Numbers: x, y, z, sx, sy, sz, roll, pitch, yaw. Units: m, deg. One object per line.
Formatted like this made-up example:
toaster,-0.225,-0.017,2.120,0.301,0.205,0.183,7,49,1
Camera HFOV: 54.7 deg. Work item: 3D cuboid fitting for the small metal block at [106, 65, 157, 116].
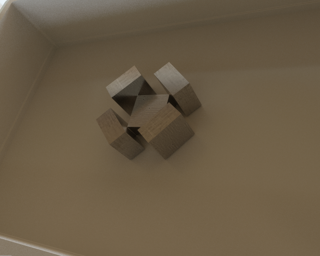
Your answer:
small metal block,-0.039,-0.052,0.439,0.050,0.050,0.025,-37,50,5

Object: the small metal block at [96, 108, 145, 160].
small metal block,-0.052,0.008,0.410,0.025,0.050,0.050,-39,51,3

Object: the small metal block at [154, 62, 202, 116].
small metal block,0.024,-0.050,0.405,0.025,0.050,0.050,-38,52,2

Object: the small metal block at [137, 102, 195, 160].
small metal block,0.009,0.005,0.379,0.050,0.050,0.025,-42,52,-1

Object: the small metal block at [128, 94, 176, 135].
small metal block,-0.010,-0.017,0.419,0.050,0.025,0.050,1,62,28
